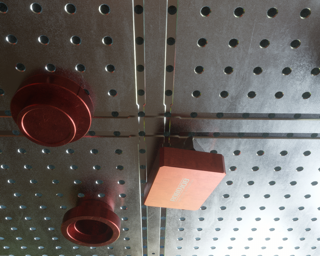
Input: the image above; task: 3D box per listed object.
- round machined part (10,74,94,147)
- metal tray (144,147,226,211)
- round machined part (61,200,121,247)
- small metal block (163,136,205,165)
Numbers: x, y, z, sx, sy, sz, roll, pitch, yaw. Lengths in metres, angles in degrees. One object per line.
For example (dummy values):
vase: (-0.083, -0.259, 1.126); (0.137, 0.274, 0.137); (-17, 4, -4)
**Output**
round machined part: (-0.136, -0.014, 0.386); (0.099, 0.042, 0.097); (-1, 130, 0)
metal tray: (0.031, 0.080, 0.458); (0.091, 0.030, 0.129); (8, 142, -9)
round machined part: (-0.117, 0.162, 0.537); (0.099, 0.042, 0.097); (-1, 130, 0)
small metal block: (0.039, 0.045, 0.451); (0.050, 0.025, 0.050); (-27, 126, 21)
